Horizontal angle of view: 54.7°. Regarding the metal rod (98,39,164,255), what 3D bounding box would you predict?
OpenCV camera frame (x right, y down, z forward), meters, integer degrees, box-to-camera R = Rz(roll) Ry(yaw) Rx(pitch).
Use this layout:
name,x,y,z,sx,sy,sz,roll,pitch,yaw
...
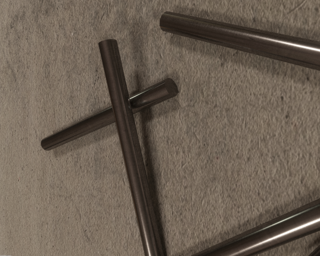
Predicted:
name,x,y,z,sx,sy,sz,roll,pitch,yaw
metal rod,-0.037,0.032,0.410,0.025,0.025,0.298,-13,89,39

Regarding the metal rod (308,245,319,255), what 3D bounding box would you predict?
name,x,y,z,sx,sy,sz,roll,pitch,yaw
metal rod,0.129,0.156,0.297,0.025,0.025,0.298,45,117,30

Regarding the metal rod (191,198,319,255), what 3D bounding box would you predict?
name,x,y,z,sx,sy,sz,roll,pitch,yaw
metal rod,0.059,0.151,0.354,0.299,0.025,0.025,-39,66,32

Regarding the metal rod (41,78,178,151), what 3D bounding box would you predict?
name,x,y,z,sx,sy,sz,roll,pitch,yaw
metal rod,-0.097,-0.011,0.482,0.299,0.025,0.025,-20,78,38

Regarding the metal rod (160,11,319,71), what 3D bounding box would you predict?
name,x,y,z,sx,sy,sz,roll,pitch,yaw
metal rod,0.116,-0.081,0.307,0.300,0.025,0.025,27,107,36
